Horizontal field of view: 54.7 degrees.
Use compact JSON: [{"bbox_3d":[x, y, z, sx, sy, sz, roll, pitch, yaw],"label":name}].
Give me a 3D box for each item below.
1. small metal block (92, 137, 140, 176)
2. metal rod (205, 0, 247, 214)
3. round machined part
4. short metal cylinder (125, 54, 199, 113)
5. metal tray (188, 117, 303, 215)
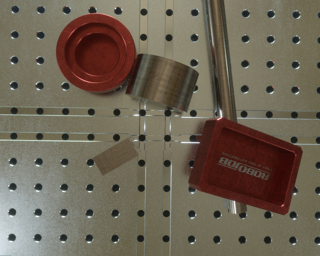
[{"bbox_3d":[-0.054,0.035,0.400,0.050,0.050,0.025,-30,90,0],"label":"small metal block"},{"bbox_3d":[0.087,-0.037,0.414,0.025,0.025,0.298,-6,90,0],"label":"metal rod"},{"bbox_3d":[-0.080,-0.094,0.404,0.099,0.042,0.097,0,90,-1],"label":"round machined part"},{"bbox_3d":[0.003,-0.054,0.386,0.080,0.080,0.050,17,90,-1],"label":"short metal cylinder"},{"bbox_3d":[0.109,0.049,0.388,0.131,0.030,0.090,19,82,-17],"label":"metal tray"}]
